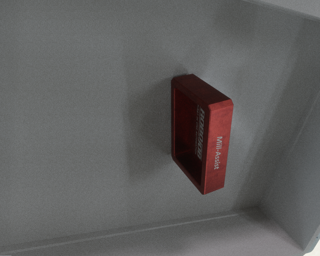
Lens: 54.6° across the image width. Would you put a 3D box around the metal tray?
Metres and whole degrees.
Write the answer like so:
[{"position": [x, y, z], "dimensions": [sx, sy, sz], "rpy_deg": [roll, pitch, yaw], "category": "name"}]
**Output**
[{"position": [0.048, 0.008, 0.393], "dimensions": [0.030, 0.090, 0.129], "rpy_deg": [-16, 125, -21], "category": "metal tray"}]
